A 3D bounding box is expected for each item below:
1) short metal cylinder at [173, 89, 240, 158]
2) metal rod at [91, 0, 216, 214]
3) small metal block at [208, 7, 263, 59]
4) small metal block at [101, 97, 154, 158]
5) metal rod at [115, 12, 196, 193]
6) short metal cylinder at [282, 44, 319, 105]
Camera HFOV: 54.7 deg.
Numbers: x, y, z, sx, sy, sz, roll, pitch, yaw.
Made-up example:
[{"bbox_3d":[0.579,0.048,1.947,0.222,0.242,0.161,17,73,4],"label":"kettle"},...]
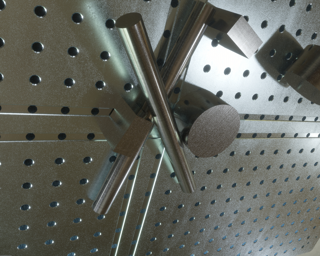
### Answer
[{"bbox_3d":[0.061,-0.006,0.424,0.081,0.050,0.079,-14,124,-21],"label":"short metal cylinder"},{"bbox_3d":[-0.016,-0.013,0.394,0.025,0.025,0.298,17,109,-35],"label":"metal rod"},{"bbox_3d":[0.087,-0.114,0.372,0.050,0.050,0.025,33,100,-38],"label":"small metal block"},{"bbox_3d":[-0.041,-0.001,0.372,0.025,0.050,0.050,26,104,-37],"label":"small metal block"},{"bbox_3d":[0.009,-0.001,0.384,0.025,0.025,0.299,-31,138,-9],"label":"metal rod"},{"bbox_3d":[0.230,-0.076,0.454,0.050,0.080,0.080,-49,129,6],"label":"short metal cylinder"}]
